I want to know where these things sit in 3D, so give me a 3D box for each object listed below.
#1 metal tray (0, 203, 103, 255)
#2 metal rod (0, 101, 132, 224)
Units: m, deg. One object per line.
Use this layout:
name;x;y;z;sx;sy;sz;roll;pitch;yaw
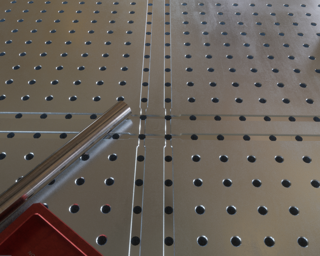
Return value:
metal tray;-0.102;0.141;0.284;0.130;0.030;0.090;30;56;22
metal rod;-0.144;0.061;0.353;0.025;0.025;0.301;32;57;24
